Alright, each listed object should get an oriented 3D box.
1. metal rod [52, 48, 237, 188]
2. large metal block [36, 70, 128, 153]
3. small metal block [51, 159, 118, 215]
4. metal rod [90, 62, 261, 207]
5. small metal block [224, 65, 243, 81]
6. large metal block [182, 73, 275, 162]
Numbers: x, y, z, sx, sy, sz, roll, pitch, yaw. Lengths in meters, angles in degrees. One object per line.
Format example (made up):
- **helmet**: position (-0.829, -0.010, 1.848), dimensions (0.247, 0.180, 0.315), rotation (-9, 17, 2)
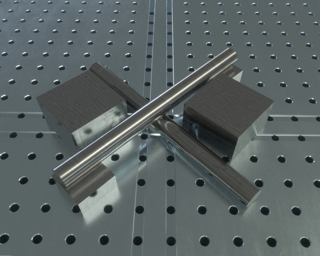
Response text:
- **metal rod**: position (0.000, -0.028, 0.398), dimensions (0.025, 0.025, 0.302), rotation (37, 59, 27)
- **large metal block**: position (-0.100, -0.021, 0.408), dimensions (0.080, 0.050, 0.080), rotation (-36, 59, -26)
- **small metal block**: position (-0.086, 0.061, 0.356), dimensions (0.050, 0.025, 0.050), rotation (37, 59, 27)
- **metal rod**: position (0.002, -0.007, 0.412), dimensions (0.025, 0.025, 0.300), rotation (-35, 59, -26)
- **small metal block**: position (0.089, -0.080, 0.476), dimensions (0.050, 0.025, 0.050), rotation (-37, 59, -27)
- **large metal block**: position (0.087, -0.016, 0.406), dimensions (0.080, 0.050, 0.080), rotation (36, 58, 26)
